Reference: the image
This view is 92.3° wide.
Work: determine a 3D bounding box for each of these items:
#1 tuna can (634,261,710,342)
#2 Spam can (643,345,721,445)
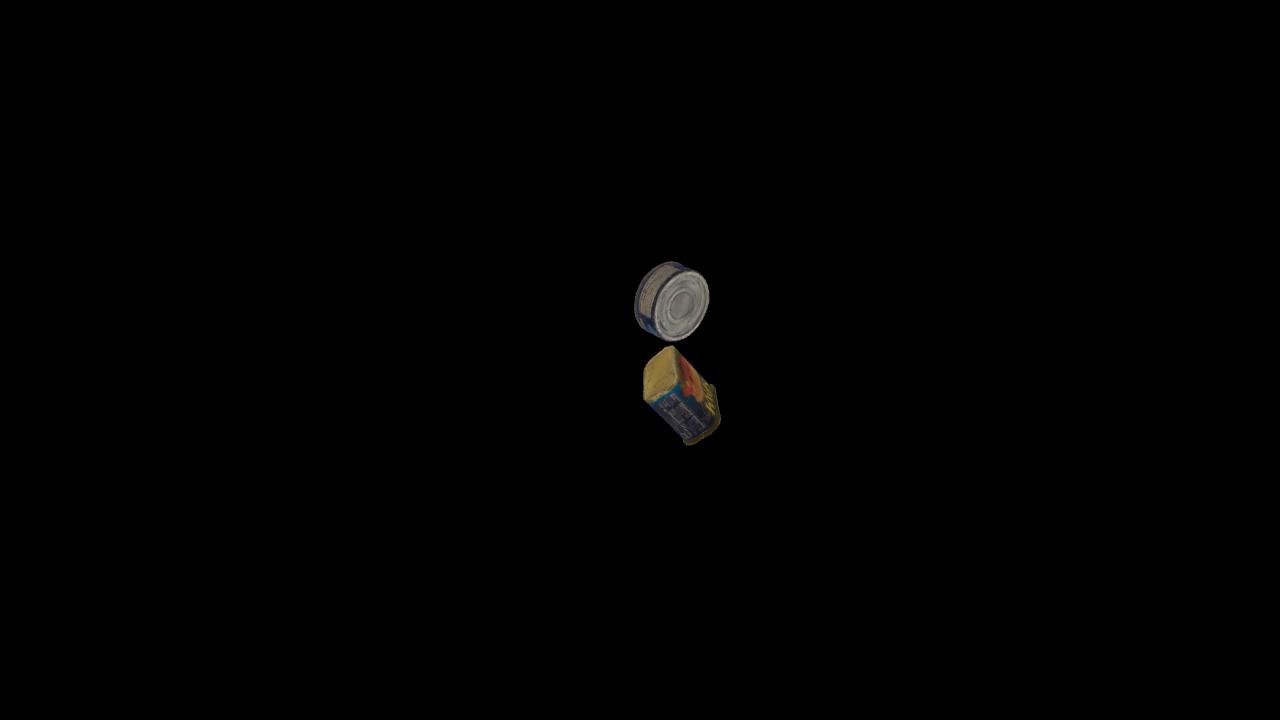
[{"bbox_3d":[0.037,-0.063,0.676,0.084,0.084,0.034,0,22,-42],"label":"tuna can"},{"bbox_3d":[0.050,0.042,0.767,0.058,0.085,0.101,-36,24,19],"label":"Spam can"}]
